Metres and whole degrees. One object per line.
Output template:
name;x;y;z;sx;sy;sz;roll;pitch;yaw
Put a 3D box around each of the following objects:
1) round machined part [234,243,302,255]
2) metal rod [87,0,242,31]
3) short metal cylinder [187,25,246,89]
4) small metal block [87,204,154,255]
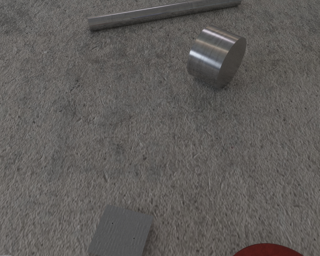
round machined part;0.095;0.154;0.263;0.099;0.042;0.098;0;50;0
metal rod;0.015;-0.223;0.591;0.302;0.025;0.025;-14;52;-12
short metal cylinder;0.084;-0.104;0.455;0.050;0.080;0.080;31;57;23
small metal block;-0.037;0.110;0.310;0.050;0.025;0.050;12;51;10
